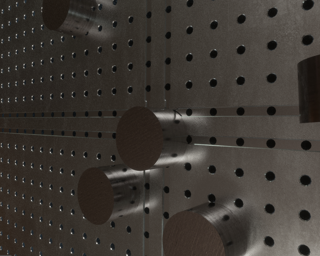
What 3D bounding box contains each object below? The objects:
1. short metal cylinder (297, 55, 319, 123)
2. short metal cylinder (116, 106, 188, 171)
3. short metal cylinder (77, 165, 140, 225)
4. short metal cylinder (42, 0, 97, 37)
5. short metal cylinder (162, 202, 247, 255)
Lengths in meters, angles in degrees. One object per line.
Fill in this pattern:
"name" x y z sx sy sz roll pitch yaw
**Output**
"short metal cylinder" 0.154 -0.030 0.246 0.080 0.081 0.050 -3 89 39
"short metal cylinder" -0.011 0.013 0.400 0.080 0.050 0.079 0 90 39
"short metal cylinder" -0.075 0.095 0.453 0.080 0.050 0.079 0 90 39
"short metal cylinder" -0.151 -0.197 0.515 0.080 0.050 0.079 0 90 39
"short metal cylinder" 0.050 0.129 0.351 0.080 0.050 0.079 0 90 39
